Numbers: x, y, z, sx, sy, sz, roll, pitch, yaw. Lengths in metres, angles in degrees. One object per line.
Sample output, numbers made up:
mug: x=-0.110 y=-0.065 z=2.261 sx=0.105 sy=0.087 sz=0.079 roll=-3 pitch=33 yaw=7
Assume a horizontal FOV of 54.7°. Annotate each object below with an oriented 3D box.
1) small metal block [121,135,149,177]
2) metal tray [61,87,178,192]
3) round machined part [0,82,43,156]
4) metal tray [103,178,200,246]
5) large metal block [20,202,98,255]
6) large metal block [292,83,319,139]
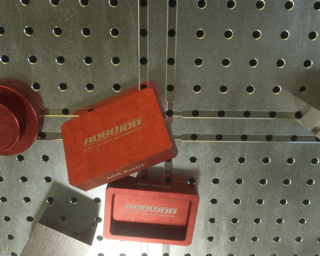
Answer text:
small metal block: x=-0.034 y=0.029 z=0.410 sx=0.025 sy=0.050 sz=0.050 roll=20 pitch=109 yaw=-7
metal tray: x=-0.053 y=0.014 z=0.385 sx=0.130 sy=0.090 sz=0.030 roll=-22 pitch=151 yaw=7
round machined part: x=-0.207 y=-0.008 z=0.400 sx=0.099 sy=0.042 sz=0.097 roll=0 pitch=110 yaw=0
metal tray: x=-0.014 y=0.123 z=0.455 sx=0.131 sy=0.030 sz=0.089 roll=6 pitch=110 yaw=-3
large metal block: x=-0.151 y=0.170 z=0.461 sx=0.080 sy=0.050 sz=0.080 roll=29 pitch=107 yaw=-10
large metal block: x=0.223 y=-0.026 z=0.376 sx=0.080 sy=0.080 sz=0.050 roll=-24 pitch=109 yaw=8
